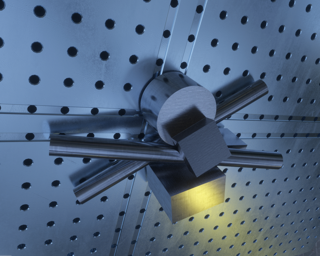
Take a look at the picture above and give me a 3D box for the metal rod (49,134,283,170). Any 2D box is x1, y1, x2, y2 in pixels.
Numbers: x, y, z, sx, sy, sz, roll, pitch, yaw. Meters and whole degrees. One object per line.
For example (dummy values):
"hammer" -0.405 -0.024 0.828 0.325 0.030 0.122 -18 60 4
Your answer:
"metal rod" 0.020 0.032 0.392 0.302 0.025 0.025 5 117 -16

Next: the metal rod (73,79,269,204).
"metal rod" 0.021 0.014 0.428 0.301 0.025 0.025 -30 129 -9

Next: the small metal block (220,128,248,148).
"small metal block" 0.089 0.023 0.454 0.050 0.050 0.025 0 118 -28

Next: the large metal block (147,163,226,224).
"large metal block" 0.034 0.074 0.435 0.081 0.080 0.050 -17 125 -19

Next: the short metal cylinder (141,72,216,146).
"short metal cylinder" 0.022 -0.024 0.388 0.081 0.050 0.079 -14 123 -21

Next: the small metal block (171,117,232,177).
"small metal block" 0.050 0.022 0.372 0.050 0.025 0.050 -31 106 -8
